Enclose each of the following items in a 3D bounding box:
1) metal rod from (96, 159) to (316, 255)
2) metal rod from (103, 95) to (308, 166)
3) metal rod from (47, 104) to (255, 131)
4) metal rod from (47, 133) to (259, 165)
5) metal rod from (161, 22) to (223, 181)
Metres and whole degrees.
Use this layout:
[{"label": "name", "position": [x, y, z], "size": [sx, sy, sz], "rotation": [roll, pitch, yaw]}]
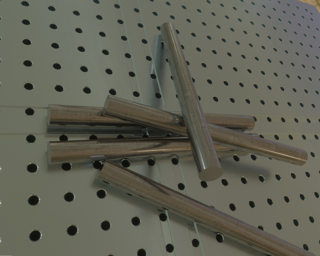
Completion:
[{"label": "metal rod", "position": [0.066, 0.111, 0.377], "size": [0.301, 0.025, 0.025], "rotation": [27, 52, -12]}, {"label": "metal rod", "position": [0.074, 0.009, 0.411], "size": [0.302, 0.025, 0.025], "rotation": [15, 56, -21]}, {"label": "metal rod", "position": [0.008, -0.011, 0.420], "size": [0.303, 0.025, 0.025], "rotation": [2, 61, -28]}, {"label": "metal rod", "position": [0.014, 0.023, 0.402], "size": [0.303, 0.025, 0.025], "rotation": [-1, 63, -29]}, {"label": "metal rod", "position": [0.032, -0.060, 0.415], "size": [0.025, 0.025, 0.300], "rotation": [12, 42, -22]}]
